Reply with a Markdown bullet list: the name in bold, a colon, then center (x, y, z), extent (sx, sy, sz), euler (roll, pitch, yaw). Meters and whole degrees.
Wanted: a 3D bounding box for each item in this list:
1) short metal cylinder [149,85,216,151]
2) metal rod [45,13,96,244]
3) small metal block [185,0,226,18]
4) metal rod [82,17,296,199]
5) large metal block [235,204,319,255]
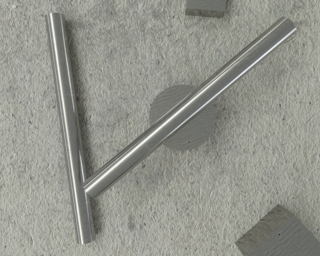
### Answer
- **short metal cylinder**: center (0.027, -0.013, 0.398), extent (0.081, 0.050, 0.079), euler (0, 90, -1)
- **metal rod**: center (-0.118, 0.001, 0.408), extent (0.025, 0.025, 0.298), euler (-8, 90, 0)
- **small metal block**: center (0.061, -0.177, 0.411), extent (0.050, 0.025, 0.050), euler (5, 90, -1)
- **metal rod**: center (0.034, -0.023, 0.360), extent (0.300, 0.025, 0.025), euler (-40, 91, -1)
- **large metal block**: center (0.160, 0.160, 0.400), extent (0.080, 0.050, 0.080), euler (-42, 91, 0)
